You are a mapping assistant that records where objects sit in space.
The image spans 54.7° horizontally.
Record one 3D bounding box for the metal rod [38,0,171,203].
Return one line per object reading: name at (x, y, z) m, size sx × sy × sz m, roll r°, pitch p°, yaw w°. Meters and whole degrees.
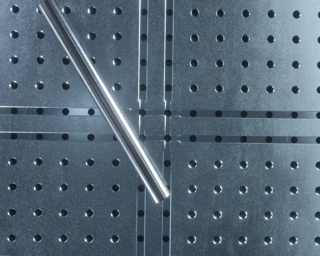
metal rod at (-0.073, -0.035, 0.412) m, size 0.025 × 0.025 × 0.299 m, roll -31°, pitch 90°, yaw 0°
